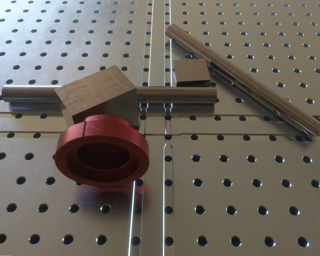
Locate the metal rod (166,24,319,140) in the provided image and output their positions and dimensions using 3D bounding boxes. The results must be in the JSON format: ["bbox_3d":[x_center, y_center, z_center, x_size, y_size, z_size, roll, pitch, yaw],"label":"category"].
[{"bbox_3d":[0.114,-0.084,0.479,0.025,0.025,0.300,-31,57,-24],"label":"metal rod"}]

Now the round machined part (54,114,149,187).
[{"bbox_3d":[-0.061,0.022,0.341,0.099,0.097,0.042,-2,50,-2],"label":"round machined part"}]

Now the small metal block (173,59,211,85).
[{"bbox_3d":[0.047,-0.080,0.475,0.050,0.025,0.050,-4,50,-4],"label":"small metal block"}]

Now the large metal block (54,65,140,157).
[{"bbox_3d":[-0.075,-0.020,0.388,0.081,0.080,0.050,-27,56,-21],"label":"large metal block"}]

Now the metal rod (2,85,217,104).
[{"bbox_3d":[-0.071,-0.048,0.447,0.302,0.025,0.025,0,50,0],"label":"metal rod"}]
